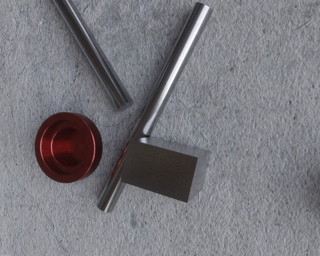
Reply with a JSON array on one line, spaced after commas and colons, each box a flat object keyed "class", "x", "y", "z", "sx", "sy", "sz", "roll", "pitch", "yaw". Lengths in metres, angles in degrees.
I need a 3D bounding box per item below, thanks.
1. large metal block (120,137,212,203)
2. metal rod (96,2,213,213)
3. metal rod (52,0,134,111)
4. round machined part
[{"class": "large metal block", "x": 0.011, "y": 0.046, "z": 0.375, "sx": 0.080, "sy": 0.080, "sz": 0.050, "roll": 14, "pitch": 95, "yaw": 19}, {"class": "metal rod", "x": -0.011, "y": -0.020, "z": 0.412, "sx": 0.025, "sy": 0.025, "sz": 0.298, "roll": 30, "pitch": 99, "yaw": 17}, {"class": "metal rod", "x": -0.124, "y": -0.155, "z": 0.451, "sx": 0.025, "sy": 0.025, "sz": 0.299, "roll": -35, "pitch": 79, "yaw": 16}, {"class": "round machined part", "x": -0.125, "y": 0.027, "z": 0.442, "sx": 0.098, "sy": 0.042, "sz": 0.097, "roll": 0, "pitch": 90, "yaw": 19}]
